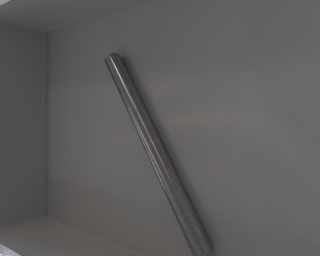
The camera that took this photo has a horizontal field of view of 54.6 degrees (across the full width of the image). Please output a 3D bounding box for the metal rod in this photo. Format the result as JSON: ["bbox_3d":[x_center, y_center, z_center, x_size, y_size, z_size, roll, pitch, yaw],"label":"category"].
[{"bbox_3d":[-0.010,0.022,0.416,0.025,0.025,0.299,-40,66,33],"label":"metal rod"}]
